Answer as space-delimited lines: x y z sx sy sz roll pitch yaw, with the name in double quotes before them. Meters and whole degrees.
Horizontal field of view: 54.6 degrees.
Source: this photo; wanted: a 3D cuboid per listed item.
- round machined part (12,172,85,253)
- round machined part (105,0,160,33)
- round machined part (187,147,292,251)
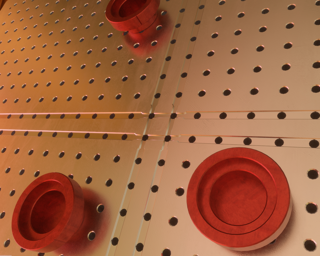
"round machined part" -0.139 0.111 0.404 0.098 0.042 0.098 -13 56 21
"round machined part" -0.044 -0.208 0.549 0.098 0.042 0.098 -13 56 21
"round machined part" 0.080 0.072 0.312 0.098 0.042 0.098 -13 56 21
